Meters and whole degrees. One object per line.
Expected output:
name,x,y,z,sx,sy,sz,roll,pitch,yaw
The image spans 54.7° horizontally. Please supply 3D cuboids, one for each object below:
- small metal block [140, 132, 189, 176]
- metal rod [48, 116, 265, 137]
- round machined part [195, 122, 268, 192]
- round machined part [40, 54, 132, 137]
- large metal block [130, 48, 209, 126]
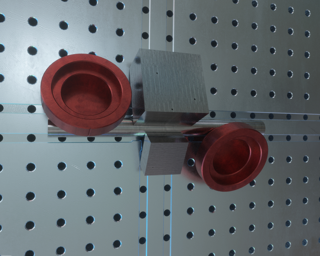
small metal block,0.005,0.034,0.404,0.050,0.025,0.050,1,119,-20
metal rod,0.010,0.000,0.417,0.302,0.025,0.025,0,90,-20
round machined part,0.094,0.036,0.425,0.099,0.042,0.097,-8,118,-16
round machined part,-0.085,-0.034,0.358,0.099,0.042,0.098,9,61,-16
large metal block,0.009,-0.048,0.391,0.081,0.050,0.080,1,72,-20
